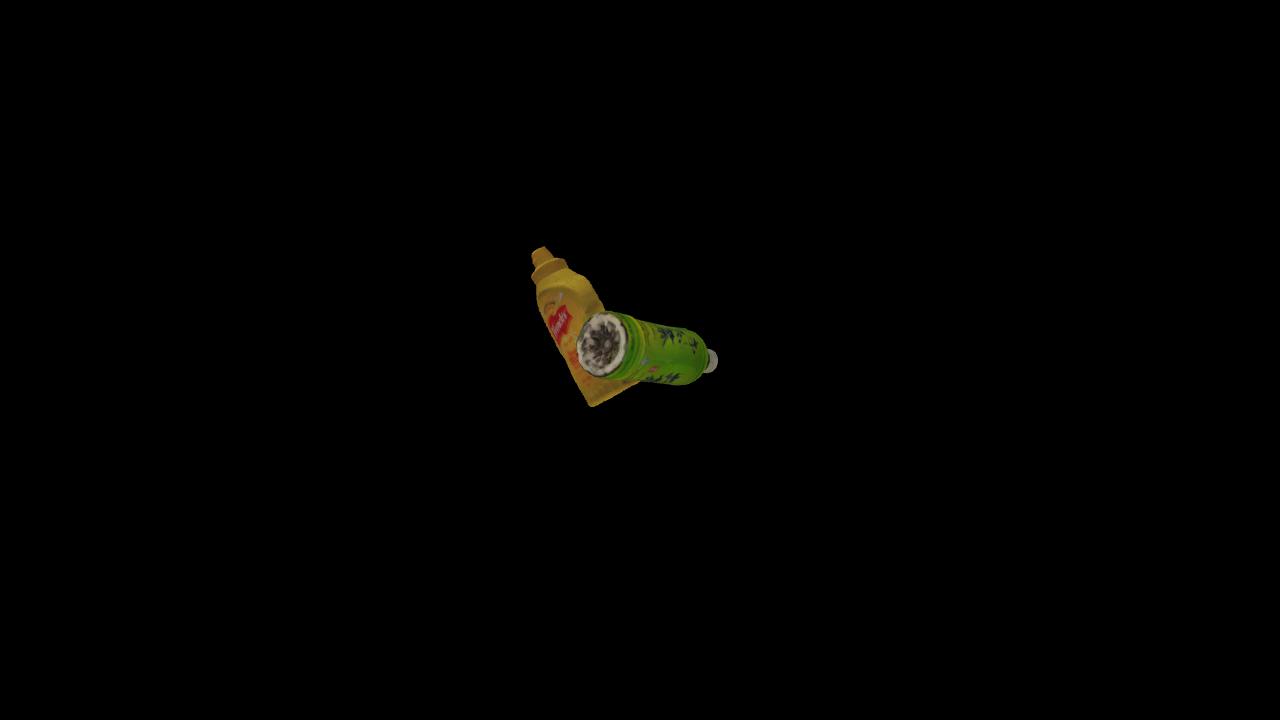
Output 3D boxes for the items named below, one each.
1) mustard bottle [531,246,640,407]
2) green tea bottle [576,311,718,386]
[{"bbox_3d":[-0.069,-0.042,0.679,0.054,0.184,0.092,-27,-3,-30],"label":"mustard bottle"},{"bbox_3d":[0.022,-0.008,0.689,0.073,0.073,0.212,0,-3,36],"label":"green tea bottle"}]
